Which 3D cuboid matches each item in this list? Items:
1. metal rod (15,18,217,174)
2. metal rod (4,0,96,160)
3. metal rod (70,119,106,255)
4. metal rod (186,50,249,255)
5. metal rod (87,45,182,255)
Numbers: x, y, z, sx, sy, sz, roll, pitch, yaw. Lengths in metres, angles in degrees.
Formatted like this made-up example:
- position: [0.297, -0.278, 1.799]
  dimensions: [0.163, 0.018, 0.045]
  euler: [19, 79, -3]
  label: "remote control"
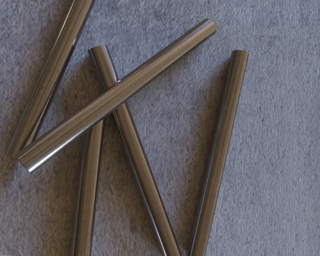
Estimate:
- position: [-0.034, -0.053, 0.372]
  dimensions: [0.301, 0.025, 0.025]
  euler: [-41, 104, -25]
  label: "metal rod"
- position: [-0.110, -0.107, 0.368]
  dimensions: [0.025, 0.025, 0.299]
  euler: [23, 82, -19]
  label: "metal rod"
- position: [-0.094, 0.131, 0.375]
  dimensions: [0.025, 0.025, 0.298]
  euler: [6, 88, -20]
  label: "metal rod"
- position: [0.083, 0.035, 0.441]
  dimensions: [0.025, 0.025, 0.298]
  euler: [15, 85, -20]
  label: "metal rod"
- position: [-0.029, 0.042, 0.399]
  dimensions: [0.025, 0.025, 0.298]
  euler: [-22, 98, -19]
  label: "metal rod"
